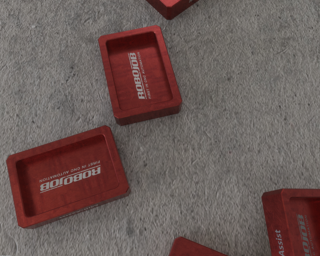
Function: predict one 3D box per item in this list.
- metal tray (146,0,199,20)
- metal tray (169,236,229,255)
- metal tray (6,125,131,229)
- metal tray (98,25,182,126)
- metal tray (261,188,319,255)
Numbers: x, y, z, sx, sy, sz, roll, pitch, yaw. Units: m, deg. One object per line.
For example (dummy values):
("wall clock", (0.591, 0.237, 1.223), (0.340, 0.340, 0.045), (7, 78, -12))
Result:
("metal tray", (0.033, -0.242, 0.494), (0.130, 0.030, 0.090), (-39, 75, -13))
("metal tray", (0.063, 0.186, 0.338), (0.131, 0.030, 0.090), (20, 71, 7))
("metal tray", (-0.111, 0.059, 0.382), (0.131, 0.030, 0.090), (-18, 71, -7))
("metal tray", (-0.029, -0.075, 0.432), (0.091, 0.030, 0.130), (-13, 71, -5))
("metal tray", (0.165, 0.133, 0.337), (0.091, 0.030, 0.130), (6, 68, -27))
